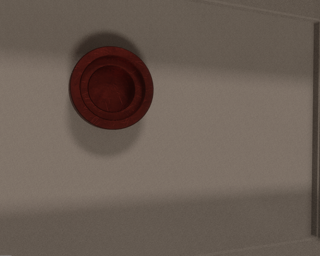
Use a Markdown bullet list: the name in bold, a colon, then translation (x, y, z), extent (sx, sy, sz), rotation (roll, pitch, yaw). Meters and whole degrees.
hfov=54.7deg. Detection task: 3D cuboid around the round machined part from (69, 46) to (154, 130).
- **round machined part**: translation (-0.061, -0.047, 0.380), extent (0.099, 0.042, 0.097), rotation (0, 90, -21)
